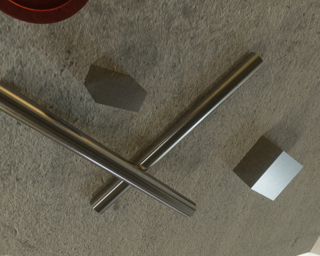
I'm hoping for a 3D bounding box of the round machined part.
[{"bbox_3d":[-0.104,-0.140,0.253,0.099,0.042,0.097,-14,125,-21],"label":"round machined part"}]

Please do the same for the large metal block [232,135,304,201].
[{"bbox_3d":[0.189,0.071,0.541,0.080,0.050,0.080,30,101,-38],"label":"large metal block"}]

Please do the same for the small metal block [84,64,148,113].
[{"bbox_3d":[-0.049,-0.043,0.338,0.050,0.050,0.025,12,112,-34],"label":"small metal block"}]

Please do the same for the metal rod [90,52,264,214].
[{"bbox_3d":[0.022,0.007,0.425,0.300,0.025,0.025,-43,130,1],"label":"metal rod"}]

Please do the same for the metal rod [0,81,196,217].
[{"bbox_3d":[-0.058,0.042,0.377,0.301,0.025,0.025,37,97,-32],"label":"metal rod"}]
